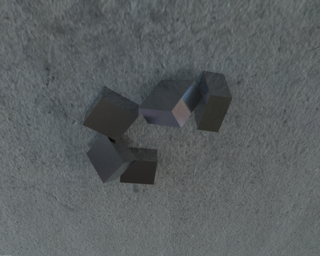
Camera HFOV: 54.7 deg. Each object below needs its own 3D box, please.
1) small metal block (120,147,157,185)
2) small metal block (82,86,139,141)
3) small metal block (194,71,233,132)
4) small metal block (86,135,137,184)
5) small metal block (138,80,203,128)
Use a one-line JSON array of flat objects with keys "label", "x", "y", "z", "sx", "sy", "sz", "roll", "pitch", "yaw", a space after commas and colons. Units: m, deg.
[{"label": "small metal block", "x": -0.032, "y": 0.056, "z": 0.455, "sx": 0.050, "sy": 0.025, "sz": 0.050, "roll": 5, "pitch": 130, "yaw": -5}, {"label": "small metal block", "x": -0.062, "y": -0.017, "z": 0.392, "sx": 0.050, "sy": 0.025, "sz": 0.050, "roll": 28, "pitch": 125, "yaw": -22}, {"label": "small metal block", "x": 0.060, "y": -0.031, "z": 0.365, "sx": 0.025, "sy": 0.050, "sz": 0.050, "roll": 7, "pitch": 130, "yaw": -9}, {"label": "small metal block", "x": -0.067, "y": 0.039, "z": 0.420, "sx": 0.050, "sy": 0.050, "sz": 0.025, "roll": -45, "pitch": 159, "yaw": 31}, {"label": "small metal block", "x": 0.012, "y": -0.029, "z": 0.353, "sx": 0.050, "sy": 0.050, "sz": 0.025, "roll": 8, "pitch": 141, "yaw": 42}]
